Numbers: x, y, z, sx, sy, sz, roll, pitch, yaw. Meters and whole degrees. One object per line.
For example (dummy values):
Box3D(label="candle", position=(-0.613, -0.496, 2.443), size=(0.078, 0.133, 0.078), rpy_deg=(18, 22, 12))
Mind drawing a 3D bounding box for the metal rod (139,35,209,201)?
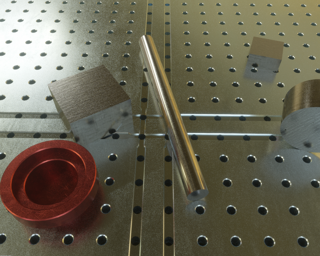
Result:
Box3D(label="metal rod", position=(0.009, -0.037, 0.438), size=(0.025, 0.025, 0.300), rpy_deg=(-10, 51, -8))

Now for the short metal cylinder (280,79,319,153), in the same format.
Box3D(label="short metal cylinder", position=(0.195, -0.014, 0.386), size=(0.080, 0.080, 0.050), rpy_deg=(15, 52, 12))

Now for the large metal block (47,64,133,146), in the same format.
Box3D(label="large metal block", position=(-0.092, -0.031, 0.416), size=(0.081, 0.050, 0.080), rpy_deg=(-25, 55, -20))

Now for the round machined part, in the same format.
Box3D(label="round machined part", position=(-0.117, 0.064, 0.341), size=(0.099, 0.042, 0.098), rpy_deg=(0, 50, 0))

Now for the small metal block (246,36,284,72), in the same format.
Box3D(label="small metal block", position=(0.174, -0.123, 0.513), size=(0.050, 0.025, 0.050), rpy_deg=(14, 51, 11))
